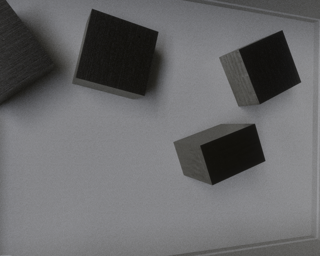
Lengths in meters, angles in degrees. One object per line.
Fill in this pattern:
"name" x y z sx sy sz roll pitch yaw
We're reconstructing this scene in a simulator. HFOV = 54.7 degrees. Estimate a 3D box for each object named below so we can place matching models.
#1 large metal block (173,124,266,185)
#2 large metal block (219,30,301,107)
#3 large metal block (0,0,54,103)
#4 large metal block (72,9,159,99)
"large metal block" 0.076 0.031 0.411 0.081 0.080 0.050 -20 97 -19
"large metal block" 0.146 -0.085 0.453 0.081 0.050 0.080 -27 99 -18
"large metal block" -0.174 -0.077 0.333 0.080 0.050 0.080 -39 103 -16
"large metal block" -0.055 -0.085 0.377 0.081 0.050 0.080 13 86 -20
